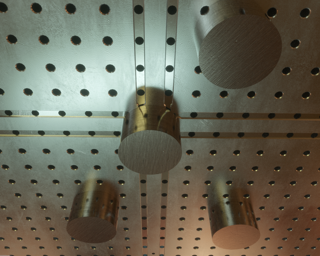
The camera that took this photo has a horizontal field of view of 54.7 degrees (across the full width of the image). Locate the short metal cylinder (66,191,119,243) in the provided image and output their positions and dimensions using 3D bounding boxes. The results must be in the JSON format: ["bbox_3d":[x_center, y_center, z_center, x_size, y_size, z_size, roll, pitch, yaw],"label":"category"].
[{"bbox_3d":[-0.111,0.151,0.522,0.081,0.050,0.079,0,130,0],"label":"short metal cylinder"}]

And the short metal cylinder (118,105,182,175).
[{"bbox_3d":[-0.013,0.016,0.409,0.081,0.050,0.079,0,130,0],"label":"short metal cylinder"}]

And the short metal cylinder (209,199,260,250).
[{"bbox_3d":[0.128,0.169,0.541,0.081,0.050,0.079,0,130,0],"label":"short metal cylinder"}]

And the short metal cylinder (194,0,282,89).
[{"bbox_3d":[0.078,-0.088,0.322,0.081,0.050,0.079,0,130,0],"label":"short metal cylinder"}]
